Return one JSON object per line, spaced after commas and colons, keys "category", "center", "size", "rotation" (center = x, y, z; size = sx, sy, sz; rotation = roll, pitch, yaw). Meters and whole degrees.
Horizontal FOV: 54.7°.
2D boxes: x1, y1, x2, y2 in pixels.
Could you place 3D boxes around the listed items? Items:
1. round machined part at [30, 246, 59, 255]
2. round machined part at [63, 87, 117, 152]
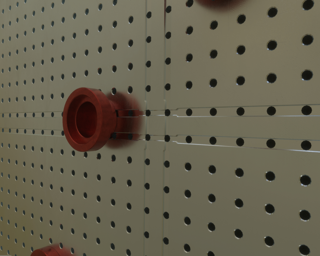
{"category": "round machined part", "center": [-0.223, 0.277, 0.578], "size": [0.098, 0.042, 0.097], "rotation": [0, 90, 39]}
{"category": "round machined part", "center": [-0.106, -0.013, 0.483], "size": [0.098, 0.042, 0.097], "rotation": [0, 90, 39]}
